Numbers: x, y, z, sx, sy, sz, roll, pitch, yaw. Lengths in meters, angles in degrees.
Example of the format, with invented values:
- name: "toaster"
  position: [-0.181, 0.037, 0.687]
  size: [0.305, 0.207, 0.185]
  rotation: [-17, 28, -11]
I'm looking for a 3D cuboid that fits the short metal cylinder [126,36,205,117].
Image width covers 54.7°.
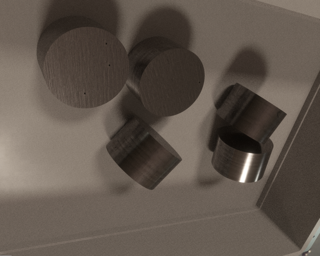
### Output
- name: "short metal cylinder"
  position: [0.004, -0.060, 0.359]
  size: [0.081, 0.050, 0.079]
  rotation: [-14, 125, -21]

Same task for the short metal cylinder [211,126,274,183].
- name: "short metal cylinder"
  position: [0.122, 0.037, 0.465]
  size: [0.081, 0.080, 0.050]
  rotation: [-6, 121, -26]

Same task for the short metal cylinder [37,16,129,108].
- name: "short metal cylinder"
  position: [-0.077, -0.066, 0.310]
  size: [0.081, 0.050, 0.079]
  rotation: [-14, 125, -21]

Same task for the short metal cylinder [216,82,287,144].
- name: "short metal cylinder"
  position: [0.126, -0.021, 0.432]
  size: [0.080, 0.080, 0.050]
  rotation: [23, 106, -37]

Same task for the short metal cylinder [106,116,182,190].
- name: "short metal cylinder"
  position: [-0.019, 0.030, 0.382]
  size: [0.050, 0.080, 0.080]
  rotation: [-47, 130, 4]
